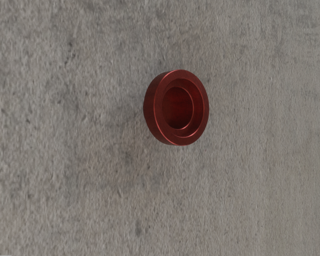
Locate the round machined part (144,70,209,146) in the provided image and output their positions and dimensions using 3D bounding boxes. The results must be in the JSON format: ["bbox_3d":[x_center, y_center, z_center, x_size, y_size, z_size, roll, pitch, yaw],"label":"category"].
[{"bbox_3d":[0.017,-0.026,0.410,0.099,0.042,0.097,0,90,-40],"label":"round machined part"}]
